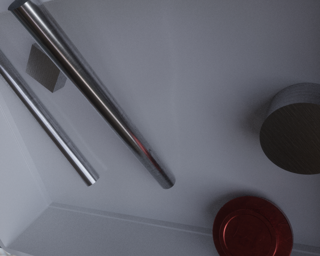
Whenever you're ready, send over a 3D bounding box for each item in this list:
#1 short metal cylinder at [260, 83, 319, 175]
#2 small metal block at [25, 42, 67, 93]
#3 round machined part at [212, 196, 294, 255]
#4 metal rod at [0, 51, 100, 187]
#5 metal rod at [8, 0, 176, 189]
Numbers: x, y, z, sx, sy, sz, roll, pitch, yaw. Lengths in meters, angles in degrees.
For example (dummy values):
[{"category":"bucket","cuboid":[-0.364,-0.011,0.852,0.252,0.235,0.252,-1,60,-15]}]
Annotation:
[{"category":"short metal cylinder","cuboid":[0.147,0.000,0.315,0.080,0.050,0.079,13,124,20]},{"category":"small metal block","cuboid":[-0.156,-0.086,0.435,0.050,0.025,0.050,38,129,2]},{"category":"round machined part","cuboid":[0.113,0.135,0.389,0.098,0.042,0.098,-5,78,25]},{"category":"metal rod","cuboid":[-0.197,-0.030,0.491,0.025,0.025,0.299,-26,104,37]},{"category":"metal rod","cuboid":[-0.049,-0.011,0.349,0.025,0.025,0.300,-2,142,29]}]
